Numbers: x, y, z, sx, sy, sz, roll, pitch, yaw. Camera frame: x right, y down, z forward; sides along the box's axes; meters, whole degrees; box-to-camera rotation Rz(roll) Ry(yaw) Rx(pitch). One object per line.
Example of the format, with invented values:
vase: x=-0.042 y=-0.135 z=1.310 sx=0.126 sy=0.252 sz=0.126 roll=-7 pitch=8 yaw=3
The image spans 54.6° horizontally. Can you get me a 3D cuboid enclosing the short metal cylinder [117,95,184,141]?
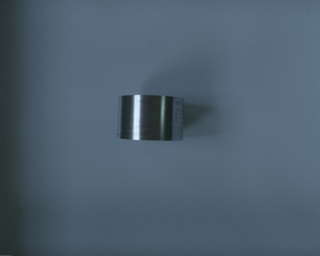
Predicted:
short metal cylinder: x=-0.011 y=-0.011 z=0.381 sx=0.080 sy=0.080 sz=0.050 roll=2 pitch=90 yaw=0
